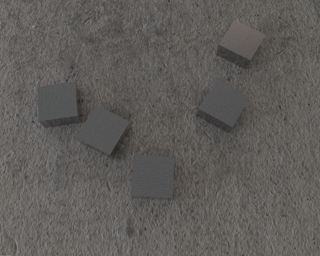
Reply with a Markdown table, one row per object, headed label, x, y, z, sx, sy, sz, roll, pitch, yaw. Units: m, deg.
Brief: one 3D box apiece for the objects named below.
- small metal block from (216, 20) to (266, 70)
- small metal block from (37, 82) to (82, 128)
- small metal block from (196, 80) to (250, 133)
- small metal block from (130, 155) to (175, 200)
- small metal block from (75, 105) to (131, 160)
| label | x | y | z | sx | sy | sz | roll | pitch | yaw |
| --- | --- | --- | --- | --- | --- | --- | --- | --- | --- |
| small metal block | 0.118 | -0.122 | 0.453 | 0.050 | 0.025 | 0.050 | 30 | 73 | 10 |
| small metal block | -0.135 | -0.031 | 0.418 | 0.050 | 0.025 | 0.050 | -8 | 70 | -3 |
| small metal block | 0.085 | -0.029 | 0.419 | 0.050 | 0.025 | 0.050 | 30 | 73 | 10 |
| small metal block | -0.009 | 0.062 | 0.385 | 0.050 | 0.025 | 0.050 | 3 | 70 | 1 |
| small metal block | -0.073 | 0.006 | 0.405 | 0.050 | 0.025 | 0.050 | 26 | 72 | 9 |
